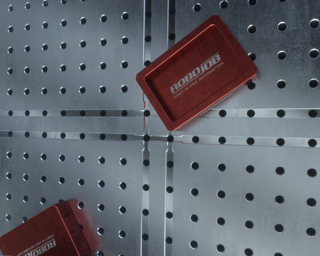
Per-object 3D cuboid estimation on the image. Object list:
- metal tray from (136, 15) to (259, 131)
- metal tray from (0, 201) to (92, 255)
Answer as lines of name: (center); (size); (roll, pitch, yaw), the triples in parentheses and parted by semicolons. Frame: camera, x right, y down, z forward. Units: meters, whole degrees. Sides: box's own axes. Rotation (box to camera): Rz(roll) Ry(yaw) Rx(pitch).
metal tray: (0.045, -0.066, 0.394); (0.130, 0.030, 0.090); (-35, 79, 16)
metal tray: (-0.178, 0.181, 0.474); (0.130, 0.030, 0.090); (-32, 80, 17)
